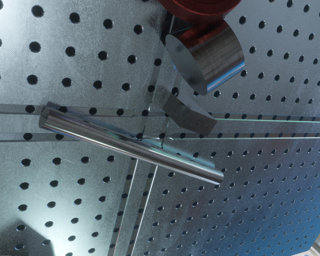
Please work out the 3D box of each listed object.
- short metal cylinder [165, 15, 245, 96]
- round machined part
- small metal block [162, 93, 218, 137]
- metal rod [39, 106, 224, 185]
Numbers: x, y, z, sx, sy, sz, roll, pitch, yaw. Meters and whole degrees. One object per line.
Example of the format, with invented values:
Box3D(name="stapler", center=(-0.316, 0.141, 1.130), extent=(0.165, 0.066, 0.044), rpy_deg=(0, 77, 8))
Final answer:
Box3D(name="short metal cylinder", center=(0.050, -0.084, 0.353), extent=(0.050, 0.080, 0.080), rpy_deg=(-34, 129, -6))
Box3D(name="round machined part", center=(0.035, -0.151, 0.308), extent=(0.099, 0.042, 0.097), rpy_deg=(1, 85, -15))
Box3D(name="small metal block", center=(0.039, -0.017, 0.407), extent=(0.050, 0.050, 0.025), rpy_deg=(19, 108, -36))
Box3D(name="metal rod", center=(-0.015, 0.035, 0.426), extent=(0.302, 0.025, 0.025), rpy_deg=(23, 106, -37))
